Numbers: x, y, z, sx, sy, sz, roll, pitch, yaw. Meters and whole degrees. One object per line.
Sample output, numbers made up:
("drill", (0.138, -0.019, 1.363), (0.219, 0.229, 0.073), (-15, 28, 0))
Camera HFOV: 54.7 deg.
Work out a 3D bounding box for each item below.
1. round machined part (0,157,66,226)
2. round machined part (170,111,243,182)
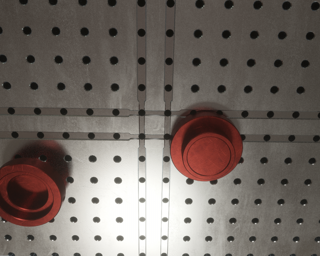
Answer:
("round machined part", (-0.181, 0.085, 0.433), (0.099, 0.042, 0.097), (0, 110, -1))
("round machined part", (0.063, 0.030, 0.416), (0.099, 0.042, 0.097), (0, 110, -1))
